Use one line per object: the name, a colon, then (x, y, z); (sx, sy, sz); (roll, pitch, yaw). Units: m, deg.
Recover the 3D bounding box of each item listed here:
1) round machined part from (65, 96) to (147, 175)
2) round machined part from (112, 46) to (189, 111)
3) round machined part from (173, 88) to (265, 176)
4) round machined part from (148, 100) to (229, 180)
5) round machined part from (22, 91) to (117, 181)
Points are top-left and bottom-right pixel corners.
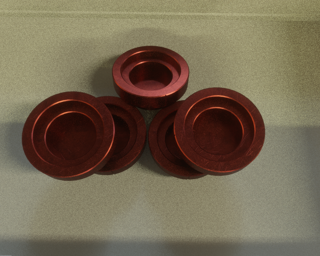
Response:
round machined part: (-0.066, 0.012, 0.394); (0.099, 0.042, 0.098); (0, 70, 0)
round machined part: (-0.012, -0.062, 0.411); (0.099, 0.042, 0.098); (1, 52, -1)
round machined part: (0.064, 0.007, 0.353); (0.099, 0.042, 0.098); (0, 70, 0)
round machined part: (0.035, 0.017, 0.393); (0.099, 0.042, 0.098); (0, 70, 0)
round machined part: (-0.098, 0.011, 0.350); (0.099, 0.042, 0.098); (0, 70, 0)
